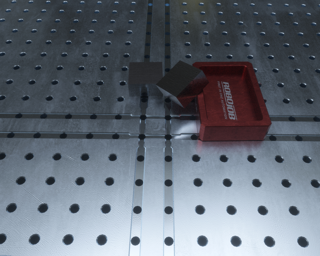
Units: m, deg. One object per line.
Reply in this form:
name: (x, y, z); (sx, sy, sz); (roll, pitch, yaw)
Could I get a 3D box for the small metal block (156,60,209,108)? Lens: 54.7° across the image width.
small metal block: (0.031, -0.062, 0.432); (0.050, 0.025, 0.050); (-46, 43, -5)

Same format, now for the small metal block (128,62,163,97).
small metal block: (-0.021, -0.075, 0.470); (0.050, 0.025, 0.050); (-1, 50, -1)

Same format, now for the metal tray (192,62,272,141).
metal tray: (0.095, -0.042, 0.440); (0.091, 0.030, 0.130); (-1, 50, -1)
